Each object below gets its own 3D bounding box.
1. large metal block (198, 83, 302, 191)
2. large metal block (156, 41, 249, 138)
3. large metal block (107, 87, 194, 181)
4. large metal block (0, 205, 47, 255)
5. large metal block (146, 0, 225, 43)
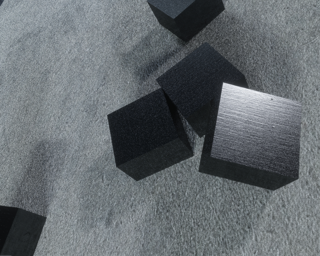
[{"bbox_3d":[0.090,0.010,0.312,0.080,0.050,0.080,14,65,0],"label":"large metal block"},{"bbox_3d":[0.054,-0.048,0.389,0.080,0.050,0.080,-37,51,3],"label":"large metal block"},{"bbox_3d":[-0.014,0.009,0.390,0.080,0.050,0.080,-26,53,12],"label":"large metal block"},{"bbox_3d":[-0.210,0.148,0.407,0.080,0.050,0.080,-2,61,27],"label":"large metal block"},{"bbox_3d":[0.040,-0.193,0.485,0.080,0.050,0.080,-41,51,0],"label":"large metal block"}]
